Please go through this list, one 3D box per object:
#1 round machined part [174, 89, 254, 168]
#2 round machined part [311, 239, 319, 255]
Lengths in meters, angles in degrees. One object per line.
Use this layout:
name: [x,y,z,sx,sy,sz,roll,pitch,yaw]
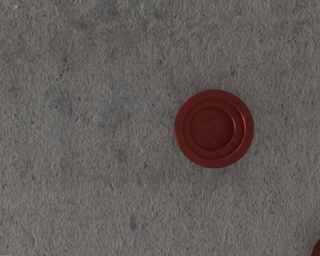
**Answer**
round machined part: [0.067,0.001,0.402,0.099,0.042,0.097,0,90,0]
round machined part: [0.244,0.176,0.403,0.099,0.042,0.097,0,90,0]
